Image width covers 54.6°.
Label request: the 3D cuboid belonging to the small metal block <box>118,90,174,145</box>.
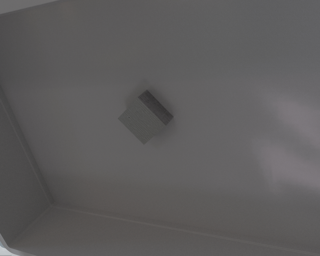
[{"bbox_3d":[-0.019,-0.014,0.411,0.050,0.025,0.050,45,129,-4],"label":"small metal block"}]
